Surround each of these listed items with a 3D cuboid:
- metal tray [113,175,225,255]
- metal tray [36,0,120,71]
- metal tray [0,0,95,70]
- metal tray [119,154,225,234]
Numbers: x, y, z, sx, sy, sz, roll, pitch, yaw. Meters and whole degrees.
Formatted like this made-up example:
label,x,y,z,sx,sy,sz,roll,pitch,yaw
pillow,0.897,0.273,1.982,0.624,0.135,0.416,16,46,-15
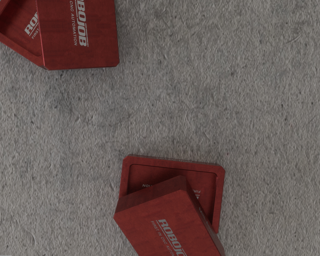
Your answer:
label,x,y,z,sx,sy,sz,roll,pitch,yaw
metal tray,0.015,0.128,0.374,0.090,0.030,0.130,-23,111,12
metal tray,-0.103,-0.139,0.381,0.091,0.030,0.129,-7,100,-20
metal tray,-0.152,-0.154,0.405,0.090,0.030,0.130,33,90,0
metal tray,0.014,0.086,0.407,0.131,0.030,0.089,6,90,0
